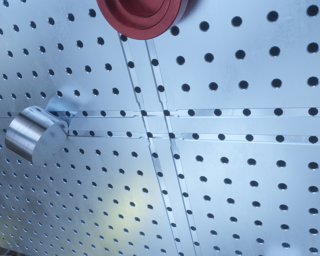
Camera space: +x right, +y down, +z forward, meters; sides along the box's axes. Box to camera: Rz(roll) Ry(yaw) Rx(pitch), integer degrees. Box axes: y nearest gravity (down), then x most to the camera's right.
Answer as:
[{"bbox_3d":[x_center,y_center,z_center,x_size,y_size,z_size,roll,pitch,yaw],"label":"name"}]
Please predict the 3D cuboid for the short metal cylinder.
[{"bbox_3d":[-0.190,0.012,0.484,0.050,0.080,0.079,29,128,10],"label":"short metal cylinder"}]

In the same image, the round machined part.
[{"bbox_3d":[-0.016,-0.145,0.319,0.098,0.042,0.097,13,124,21],"label":"round machined part"}]
